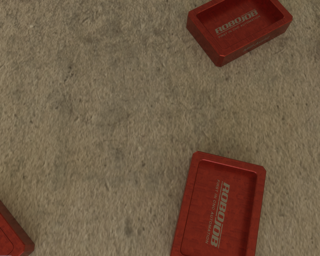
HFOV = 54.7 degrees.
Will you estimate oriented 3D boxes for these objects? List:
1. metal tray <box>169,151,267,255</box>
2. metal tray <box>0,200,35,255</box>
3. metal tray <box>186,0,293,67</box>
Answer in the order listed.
[{"bbox_3d":[0.070,0.101,0.369,0.090,0.030,0.130,13,70,4],"label":"metal tray"},{"bbox_3d":[-0.224,0.148,0.348,0.130,0.030,0.090,-42,76,-14],"label":"metal tray"},{"bbox_3d":[0.117,-0.159,0.464,0.131,0.030,0.090,-30,73,-11],"label":"metal tray"}]
